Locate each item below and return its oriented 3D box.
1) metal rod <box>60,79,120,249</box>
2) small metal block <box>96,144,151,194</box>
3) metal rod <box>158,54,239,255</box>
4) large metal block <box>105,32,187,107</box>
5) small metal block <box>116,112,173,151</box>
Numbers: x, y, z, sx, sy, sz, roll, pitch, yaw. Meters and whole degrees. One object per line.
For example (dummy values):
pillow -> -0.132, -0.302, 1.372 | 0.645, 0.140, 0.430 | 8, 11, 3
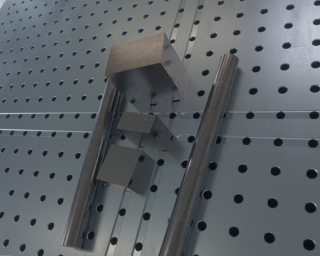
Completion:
metal rod -> -0.086, 0.013, 0.445 | 0.025, 0.025, 0.299 | -5, 59, 26
small metal block -> -0.047, 0.052, 0.401 | 0.050, 0.025, 0.050 | 8, 65, 31
metal rod -> 0.046, 0.039, 0.360 | 0.025, 0.025, 0.300 | 7, 65, 31
large metal block -> -0.016, -0.076, 0.428 | 0.080, 0.080, 0.050 | -8, 59, 24
small metal block -> -0.019, 0.004, 0.400 | 0.050, 0.050, 0.025 | 7, 65, 31
